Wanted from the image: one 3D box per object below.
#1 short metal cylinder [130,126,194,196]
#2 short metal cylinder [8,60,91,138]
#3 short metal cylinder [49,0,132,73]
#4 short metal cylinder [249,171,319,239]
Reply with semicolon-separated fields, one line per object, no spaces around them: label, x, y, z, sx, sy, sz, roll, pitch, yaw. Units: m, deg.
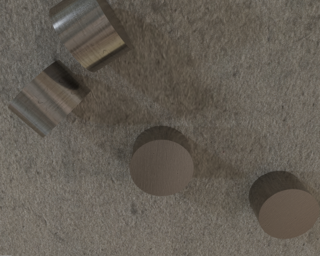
short metal cylinder;0.002;0.043;0.412;0.081;0.050;0.079;0;110;-1
short metal cylinder;-0.129;-0.034;0.366;0.080;0.080;0.050;-41;105;13
short metal cylinder;-0.073;-0.108;0.339;0.050;0.080;0.080;-30;108;10
short metal cylinder;0.173;0.108;0.439;0.081;0.050;0.079;0;110;-1
